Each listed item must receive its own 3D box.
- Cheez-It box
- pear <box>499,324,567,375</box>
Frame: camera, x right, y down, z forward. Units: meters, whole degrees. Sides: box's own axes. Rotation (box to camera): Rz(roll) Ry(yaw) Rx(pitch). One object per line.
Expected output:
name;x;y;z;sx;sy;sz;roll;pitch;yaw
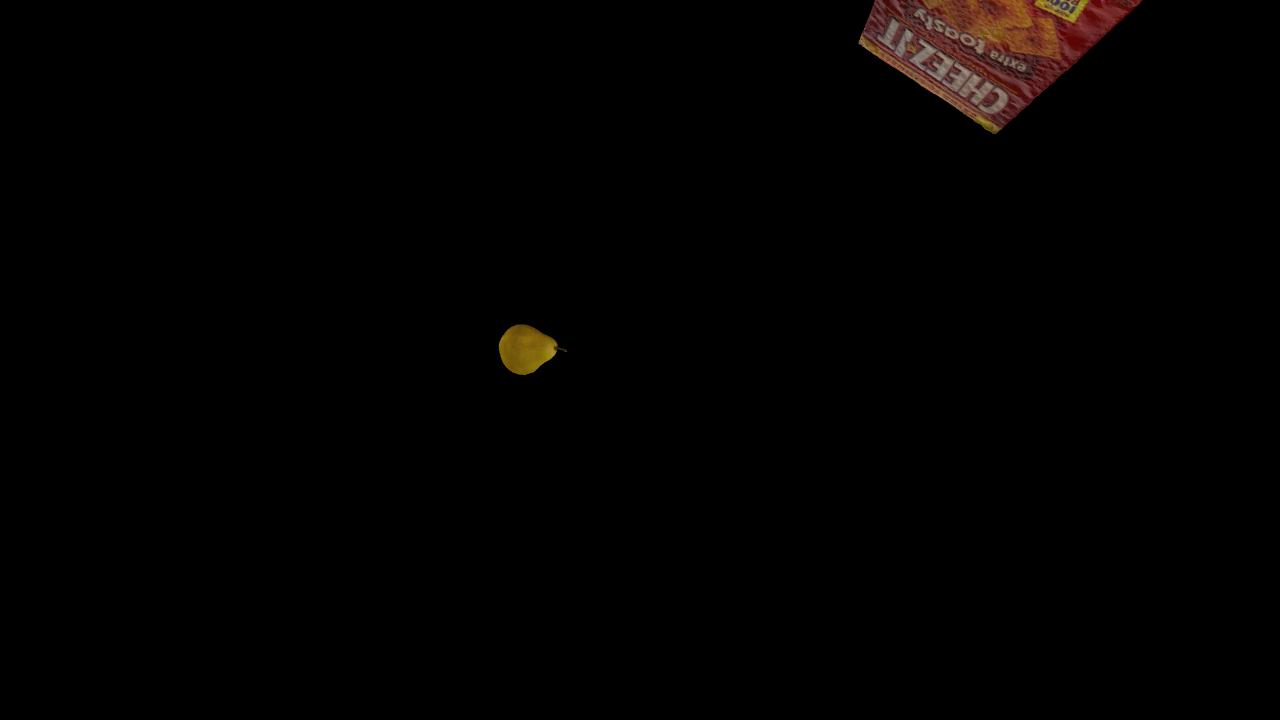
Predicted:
Cheez-It box;0.282;-0.293;0.494;0.166;0.071;0.223;40;5;7
pear;-0.166;-0.021;0.960;0.111;0.080;0.080;-13;-7;31
